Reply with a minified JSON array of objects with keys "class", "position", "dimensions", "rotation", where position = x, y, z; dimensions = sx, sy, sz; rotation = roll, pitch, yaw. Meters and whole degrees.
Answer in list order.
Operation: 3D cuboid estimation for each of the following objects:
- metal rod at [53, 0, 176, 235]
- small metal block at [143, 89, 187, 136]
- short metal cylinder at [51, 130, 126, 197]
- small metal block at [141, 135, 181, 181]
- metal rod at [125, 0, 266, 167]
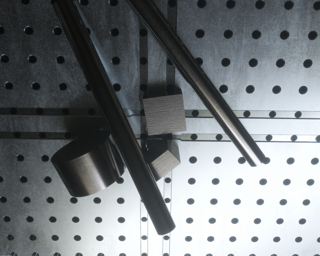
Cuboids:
[{"class":"metal rod","position":[-0.052,-0.009,0.373],"dimensions":[0.025,0.025,0.299],"rotation":[-23,95,8]},{"class":"small metal block","position":[0.007,-0.021,0.406],"dimensions":[0.050,0.025,0.050],"rotation":[-7,110,2]},{"class":"short metal cylinder","position":[-0.091,0.044,0.399],"dimensions":[0.080,0.080,0.050],"rotation":[-20,109,7]},{"class":"small metal block","position":[-0.001,0.042,0.416],"dimensions":[0.050,0.050,0.025],"rotation":[-39,106,13]},{"class":"metal rod","position":[0.044,-0.066,0.389],"dimensions":[0.025,0.025,0.300],"rotation":[-36,107,12]}]
